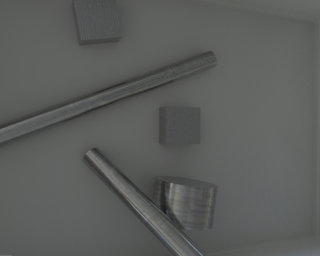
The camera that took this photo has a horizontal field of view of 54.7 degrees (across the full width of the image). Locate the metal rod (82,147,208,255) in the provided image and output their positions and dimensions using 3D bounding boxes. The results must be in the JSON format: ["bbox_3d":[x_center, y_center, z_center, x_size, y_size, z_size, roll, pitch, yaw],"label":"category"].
[{"bbox_3d":[0.022,0.127,0.337,0.300,0.025,0.025,41,74,18],"label":"metal rod"}]

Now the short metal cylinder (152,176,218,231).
[{"bbox_3d":[0.030,0.093,0.394,0.081,0.080,0.050,9,87,-20],"label":"short metal cylinder"}]

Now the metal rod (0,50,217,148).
[{"bbox_3d":[-0.059,-0.042,0.389,0.302,0.025,0.025,-23,98,-19],"label":"metal rod"}]

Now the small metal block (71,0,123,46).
[{"bbox_3d":[-0.078,-0.132,0.382,0.050,0.025,0.050,-11,94,-20],"label":"small metal block"}]

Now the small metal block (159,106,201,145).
[{"bbox_3d":[0.027,-0.003,0.422,0.050,0.025,0.050,0,90,-21],"label":"small metal block"}]
